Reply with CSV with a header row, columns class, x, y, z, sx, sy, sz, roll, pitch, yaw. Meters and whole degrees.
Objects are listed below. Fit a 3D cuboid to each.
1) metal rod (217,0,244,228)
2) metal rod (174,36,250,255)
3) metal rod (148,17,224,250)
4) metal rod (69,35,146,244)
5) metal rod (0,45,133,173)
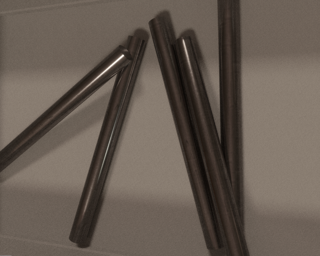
class,x,y,z,sx,sy,sz,roll,pitch,yaw
metal rod,0.086,-0.024,0.379,0.025,0.025,0.298,-1,90,19
metal rod,0.062,0.030,0.368,0.025,0.025,0.299,-17,77,19
metal rod,0.034,0.002,0.397,0.025,0.025,0.298,-16,85,19
metal rod,-0.075,0.020,0.435,0.025,0.025,0.298,19,96,18
metal rod,-0.158,-0.015,0.450,0.299,0.025,0.025,-35,79,21
